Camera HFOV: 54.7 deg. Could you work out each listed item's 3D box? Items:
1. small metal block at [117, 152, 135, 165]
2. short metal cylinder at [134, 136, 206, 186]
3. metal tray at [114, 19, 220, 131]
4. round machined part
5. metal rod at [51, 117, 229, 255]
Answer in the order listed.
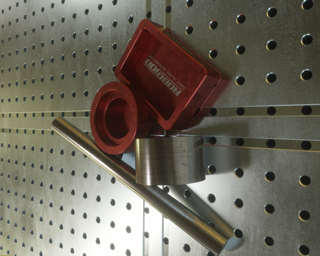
[{"bbox_3d":[-0.066,0.038,0.461,0.050,0.025,0.050,35,111,34],"label":"small metal block"},{"bbox_3d":[0.011,0.036,0.361,0.080,0.081,0.050,-5,87,39],"label":"short metal cylinder"},{"bbox_3d":[0.003,-0.069,0.401,0.130,0.030,0.089,48,118,29],"label":"metal tray"},{"bbox_3d":[-0.050,-0.013,0.427,0.098,0.042,0.097,0,90,41],"label":"round machined part"},{"bbox_3d":[-0.043,0.064,0.416,0.300,0.025,0.025,32,110,26],"label":"metal rod"}]
